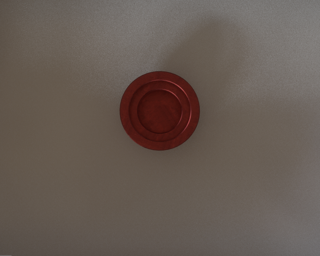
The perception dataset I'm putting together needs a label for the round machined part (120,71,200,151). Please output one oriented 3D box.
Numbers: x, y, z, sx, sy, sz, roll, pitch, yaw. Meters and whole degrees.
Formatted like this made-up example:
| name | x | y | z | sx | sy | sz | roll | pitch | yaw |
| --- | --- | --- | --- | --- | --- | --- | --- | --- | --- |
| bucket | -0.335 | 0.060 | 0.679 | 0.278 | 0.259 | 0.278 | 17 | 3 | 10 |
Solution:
| name | x | y | z | sx | sy | sz | roll | pitch | yaw |
| --- | --- | --- | --- | --- | --- | --- | --- | --- | --- |
| round machined part | 0.000 | -0.021 | 0.400 | 0.099 | 0.042 | 0.097 | 0 | 90 | 0 |
